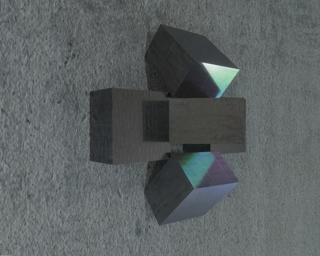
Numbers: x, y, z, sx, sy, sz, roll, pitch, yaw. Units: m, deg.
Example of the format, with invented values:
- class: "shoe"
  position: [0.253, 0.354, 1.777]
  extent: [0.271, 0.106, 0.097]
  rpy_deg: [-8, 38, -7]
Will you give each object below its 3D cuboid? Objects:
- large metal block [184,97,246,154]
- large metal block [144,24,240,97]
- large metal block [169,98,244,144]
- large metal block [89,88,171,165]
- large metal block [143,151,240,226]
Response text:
- class: "large metal block"
  position: [0.082, -0.004, 0.458]
  extent: [0.081, 0.050, 0.079]
  rpy_deg: [0, 90, -40]
- class: "large metal block"
  position: [0.039, -0.083, 0.398]
  extent: [0.081, 0.080, 0.050]
  rpy_deg: [0, 134, -40]
- class: "large metal block"
  position: [0.053, -0.008, 0.374]
  extent: [0.080, 0.080, 0.050]
  rpy_deg: [0, 91, 4]
- class: "large metal block"
  position: [-0.034, -0.002, 0.363]
  extent: [0.081, 0.050, 0.079]
  rpy_deg: [-1, 91, -40]
- class: "large metal block"
  position: [0.039, 0.076, 0.397]
  extent: [0.081, 0.080, 0.050]
  rpy_deg: [2, 46, -39]
